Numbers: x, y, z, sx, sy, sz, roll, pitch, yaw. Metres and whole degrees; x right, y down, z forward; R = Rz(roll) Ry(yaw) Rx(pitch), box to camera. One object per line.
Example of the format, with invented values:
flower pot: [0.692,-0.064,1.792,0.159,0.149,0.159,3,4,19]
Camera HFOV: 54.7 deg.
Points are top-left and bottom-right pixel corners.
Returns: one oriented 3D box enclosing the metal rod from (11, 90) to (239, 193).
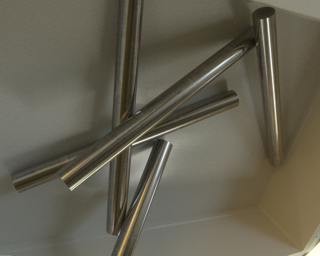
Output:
metal rod: [-0.031,0.011,0.398,0.302,0.025,0.025,-21,127,-16]

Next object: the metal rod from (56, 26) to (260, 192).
metal rod: [0.017,-0.036,0.354,0.301,0.025,0.025,-39,131,-19]

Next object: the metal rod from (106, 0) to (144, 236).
metal rod: [-0.042,-0.007,0.354,0.025,0.025,0.298,-4,112,-27]

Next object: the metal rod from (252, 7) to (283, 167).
metal rod: [0.163,-0.035,0.454,0.025,0.025,0.299,-33,136,-7]

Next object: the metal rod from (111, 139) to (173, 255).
metal rod: [-0.045,0.152,0.375,0.025,0.025,0.300,39,63,-39]
